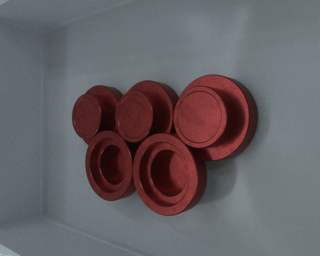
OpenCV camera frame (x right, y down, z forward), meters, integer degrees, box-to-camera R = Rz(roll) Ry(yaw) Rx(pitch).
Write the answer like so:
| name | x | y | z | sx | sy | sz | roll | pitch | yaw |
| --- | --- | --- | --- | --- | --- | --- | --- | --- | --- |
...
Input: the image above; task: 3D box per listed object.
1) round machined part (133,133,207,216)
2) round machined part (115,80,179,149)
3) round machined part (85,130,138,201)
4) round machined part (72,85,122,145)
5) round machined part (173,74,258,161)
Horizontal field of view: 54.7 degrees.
| name | x | y | z | sx | sy | sz | roll | pitch | yaw |
| --- | --- | --- | --- | --- | --- | --- | --- | --- | --- |
| round machined part | 0.016 | 0.054 | 0.380 | 0.098 | 0.042 | 0.097 | 0 | 90 | 40 |
| round machined part | -0.021 | -0.015 | 0.411 | 0.098 | 0.042 | 0.097 | -1 | 89 | 40 |
| round machined part | -0.060 | 0.052 | 0.443 | 0.098 | 0.042 | 0.097 | 0 | 90 | 40 |
| round machined part | -0.097 | -0.017 | 0.472 | 0.098 | 0.042 | 0.097 | -1 | 88 | 39 |
| round machined part | 0.054 | -0.011 | 0.348 | 0.098 | 0.042 | 0.097 | -1 | 89 | 40 |
